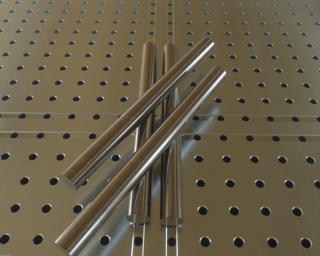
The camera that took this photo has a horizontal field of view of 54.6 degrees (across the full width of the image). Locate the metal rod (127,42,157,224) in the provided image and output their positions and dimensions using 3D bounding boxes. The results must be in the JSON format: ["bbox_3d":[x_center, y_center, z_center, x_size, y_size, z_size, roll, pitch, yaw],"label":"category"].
[{"bbox_3d":[-0.020,-0.019,0.424,0.025,0.025,0.300,1,50,1],"label":"metal rod"}]

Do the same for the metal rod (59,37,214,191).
[{"bbox_3d":[-0.012,-0.037,0.407,0.025,0.025,0.301,28,55,21],"label":"metal rod"}]

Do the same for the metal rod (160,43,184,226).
[{"bbox_3d":[0.015,-0.016,0.422,0.025,0.025,0.300,1,50,1],"label":"metal rod"}]

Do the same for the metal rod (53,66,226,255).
[{"bbox_3d":[-0.002,0.017,0.361,0.025,0.025,0.301,28,55,21],"label":"metal rod"}]
